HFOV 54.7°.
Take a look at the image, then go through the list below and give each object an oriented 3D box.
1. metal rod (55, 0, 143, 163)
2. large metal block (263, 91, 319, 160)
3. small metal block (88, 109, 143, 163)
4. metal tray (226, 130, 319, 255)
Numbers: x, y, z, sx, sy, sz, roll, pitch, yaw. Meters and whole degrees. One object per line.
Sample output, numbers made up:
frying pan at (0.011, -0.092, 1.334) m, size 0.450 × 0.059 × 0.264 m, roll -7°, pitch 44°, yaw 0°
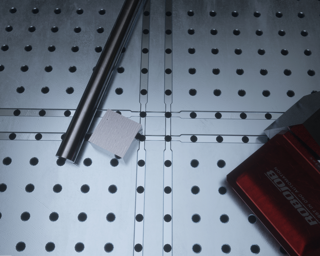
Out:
metal rod at (-0.076, -0.094, 0.444) m, size 0.025 × 0.025 × 0.299 m, roll 17°, pitch 71°, yaw 5°
large metal block at (0.191, -0.005, 0.381) m, size 0.080 × 0.080 × 0.050 m, roll -38°, pitch 92°, yaw -13°
small metal block at (-0.057, 0.010, 0.407) m, size 0.050 × 0.025 × 0.050 m, roll 26°, pitch 72°, yaw 8°
metal tray at (0.152, 0.079, 0.353) m, size 0.130 × 0.030 × 0.090 m, roll 51°, pitch 120°, yaw 15°
